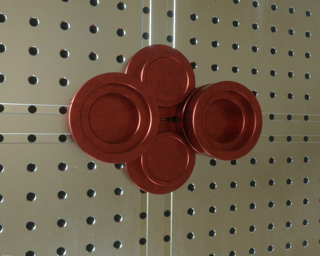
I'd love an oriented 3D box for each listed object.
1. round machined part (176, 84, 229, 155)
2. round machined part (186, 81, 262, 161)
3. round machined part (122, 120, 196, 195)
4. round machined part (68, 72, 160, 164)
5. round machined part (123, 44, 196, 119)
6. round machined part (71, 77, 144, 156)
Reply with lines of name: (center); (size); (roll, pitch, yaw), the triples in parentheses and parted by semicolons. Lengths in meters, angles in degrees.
round machined part: (0.067, -0.010, 0.427); (0.099, 0.042, 0.097); (0, 90, -20)
round machined part: (0.078, -0.009, 0.397); (0.099, 0.042, 0.097); (0, 90, -20)
round machined part: (0.003, 0.038, 0.404); (0.099, 0.042, 0.097); (0, 90, -20)
round machined part: (-0.053, -0.011, 0.349); (0.099, 0.042, 0.097); (0, 90, -20)
round machined part: (0.003, -0.060, 0.404); (0.099, 0.042, 0.097); (0, 90, -20)
round machined part: (-0.061, -0.011, 0.380); (0.099, 0.042, 0.097); (0, 90, -20)
